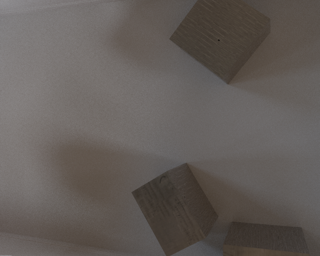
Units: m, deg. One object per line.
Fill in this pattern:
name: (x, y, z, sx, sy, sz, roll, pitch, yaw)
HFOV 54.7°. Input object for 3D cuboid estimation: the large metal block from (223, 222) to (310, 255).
large metal block: (0.116, 0.143, 0.340, 0.080, 0.080, 0.050, -1, 90, 19)

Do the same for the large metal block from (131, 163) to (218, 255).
large metal block: (0.021, 0.093, 0.373, 0.050, 0.080, 0.080, -33, 80, 17)

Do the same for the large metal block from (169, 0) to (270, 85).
large metal block: (0.073, -0.111, 0.371, 0.080, 0.050, 0.080, 41, 103, 15)
